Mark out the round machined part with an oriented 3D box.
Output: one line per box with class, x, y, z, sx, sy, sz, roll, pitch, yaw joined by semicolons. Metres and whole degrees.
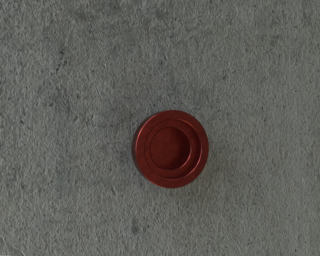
round machined part;0.010;0.026;0.404;0.099;0.042;0.097;0;90;-20
